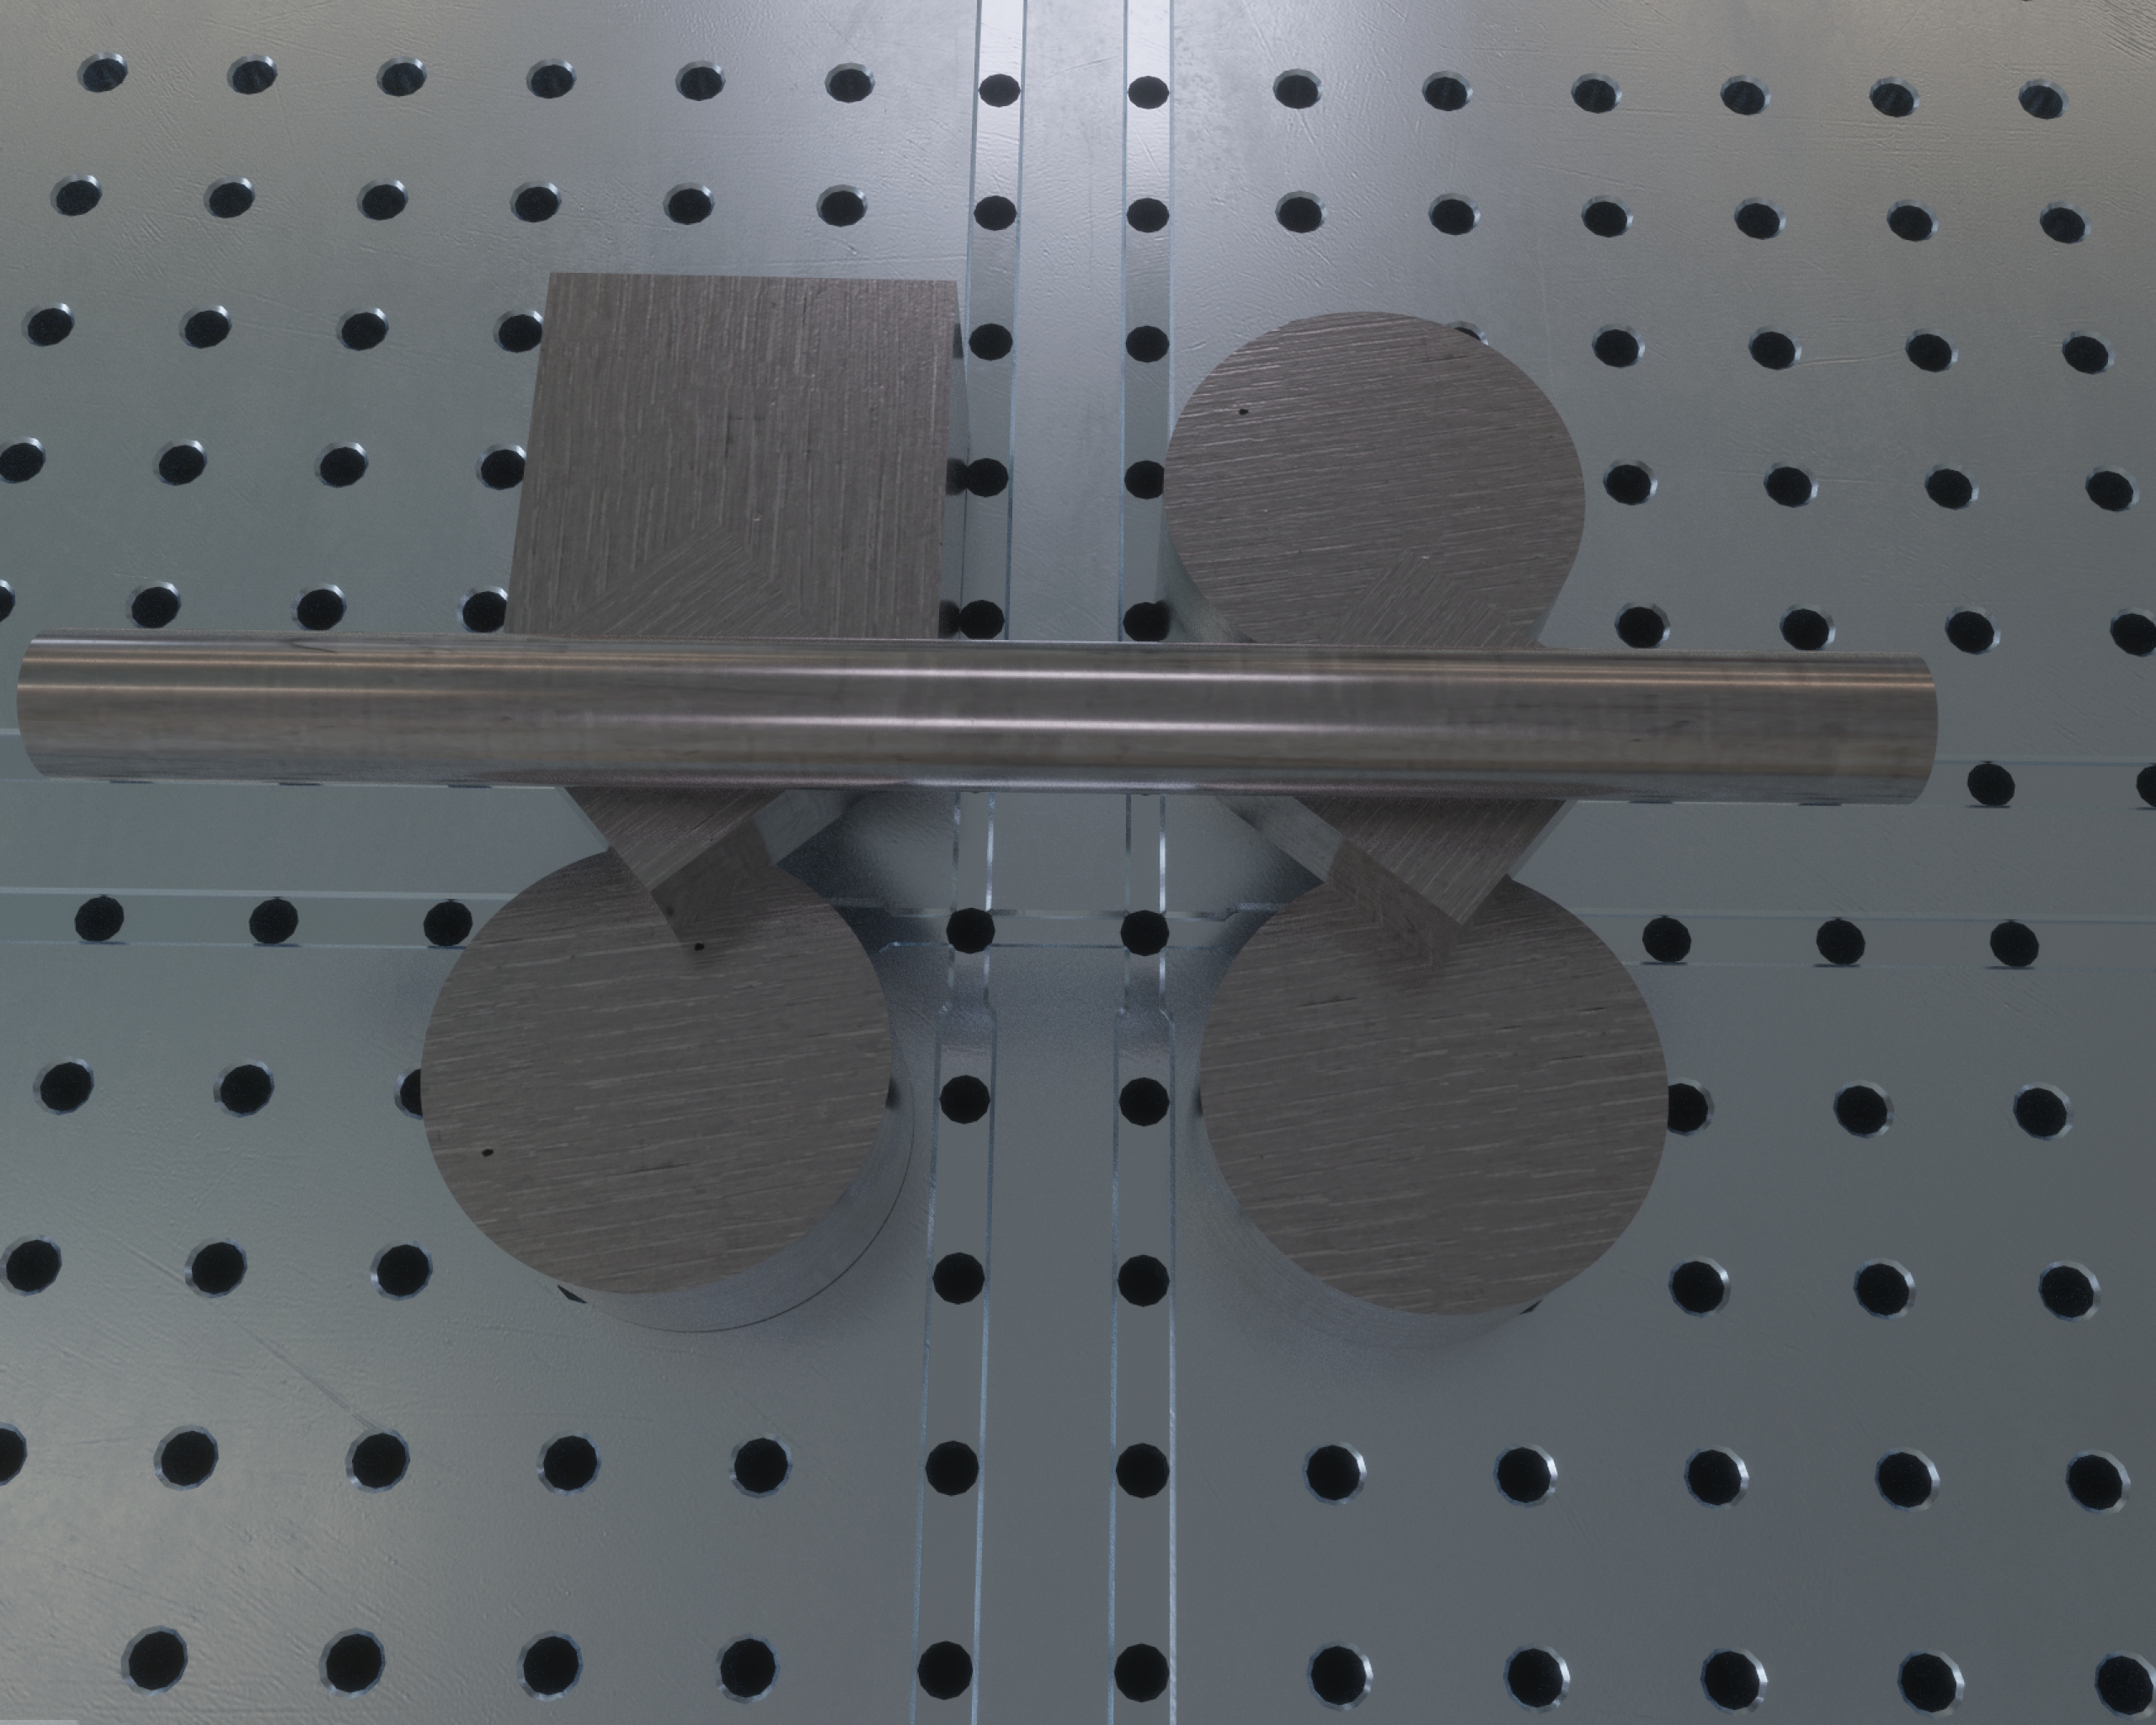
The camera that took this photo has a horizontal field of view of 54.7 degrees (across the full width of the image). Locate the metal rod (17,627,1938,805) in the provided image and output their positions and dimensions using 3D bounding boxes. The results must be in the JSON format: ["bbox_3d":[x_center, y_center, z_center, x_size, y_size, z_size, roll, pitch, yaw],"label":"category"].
[{"bbox_3d":[-0.016,-0.024,0.340,0.302,0.025,0.025,1,70,0],"label":"metal rod"}]

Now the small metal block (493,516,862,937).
[{"bbox_3d":[-0.067,-0.024,0.367,0.050,0.025,0.050,-38,75,-13],"label":"small metal block"}]

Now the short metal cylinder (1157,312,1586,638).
[{"bbox_3d":[0.057,-0.063,0.422,0.081,0.050,0.080,0,70,0],"label":"short metal cylinder"}]

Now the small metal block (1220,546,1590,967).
[{"bbox_3d":[0.060,-0.018,0.366,0.050,0.025,0.050,39,74,13],"label":"small metal block"}]

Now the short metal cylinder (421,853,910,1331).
[{"bbox_3d":[-0.072,0.042,0.381,0.081,0.050,0.080,0,70,0],"label":"short metal cylinder"}]

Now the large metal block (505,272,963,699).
[{"bbox_3d":[-0.065,-0.070,0.423,0.080,0.050,0.080,1,70,0],"label":"large metal block"}]

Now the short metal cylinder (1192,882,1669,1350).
[{"bbox_3d":[0.061,0.046,0.382,0.081,0.050,0.080,0,70,0],"label":"short metal cylinder"}]
